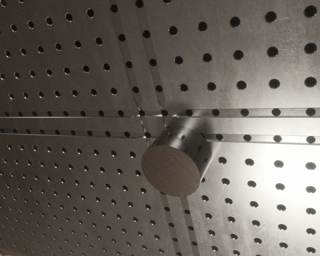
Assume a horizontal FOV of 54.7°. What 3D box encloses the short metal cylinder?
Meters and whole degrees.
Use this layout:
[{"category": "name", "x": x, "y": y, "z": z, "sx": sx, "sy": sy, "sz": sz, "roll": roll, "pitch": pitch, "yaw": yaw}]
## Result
[{"category": "short metal cylinder", "x": 0.023, "y": 0.044, "z": 0.409, "sx": 0.080, "sy": 0.050, "sz": 0.079, "roll": 13, "pitch": 124, "yaw": 20}]
